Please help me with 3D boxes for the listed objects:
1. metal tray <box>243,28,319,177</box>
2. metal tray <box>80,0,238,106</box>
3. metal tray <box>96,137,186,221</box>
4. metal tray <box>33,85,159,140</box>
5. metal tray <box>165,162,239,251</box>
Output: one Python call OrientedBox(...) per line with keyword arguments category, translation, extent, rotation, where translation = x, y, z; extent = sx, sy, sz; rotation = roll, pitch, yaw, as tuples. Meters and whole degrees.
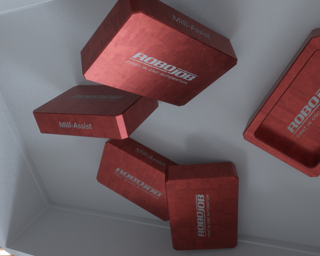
OrientedBox(category="metal tray", translation=(0.156, -0.020, 0.310), extent=(0.090, 0.030, 0.129), rotation=(31, 128, 7))
OrientedBox(category="metal tray", translation=(0.001, -0.069, 0.307), extent=(0.090, 0.131, 0.030), rotation=(-38, 53, 39))
OrientedBox(category="metal tray", translation=(-0.026, 0.074, 0.463), extent=(0.130, 0.030, 0.089), rotation=(28, 128, 9))
OrientedBox(category="metal tray", translation=(-0.079, -0.024, 0.391), extent=(0.130, 0.090, 0.030), rotation=(3, 120, 26))
OrientedBox(category="metal tray", translation=(0.058, 0.109, 0.421), extent=(0.091, 0.030, 0.129), rotation=(-4, 119, 4))
